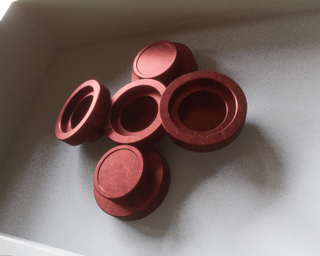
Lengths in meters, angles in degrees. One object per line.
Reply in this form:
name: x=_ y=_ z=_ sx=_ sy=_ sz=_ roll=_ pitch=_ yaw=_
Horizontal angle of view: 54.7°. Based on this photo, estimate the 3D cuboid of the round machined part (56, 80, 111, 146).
round machined part: x=-0.103 y=-0.018 z=0.448 sx=0.098 sy=0.042 sz=0.098 roll=-28 pitch=45 yaw=32

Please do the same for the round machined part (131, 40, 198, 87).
round machined part: x=0.001 y=-0.087 z=0.445 sx=0.098 sy=0.042 sz=0.098 roll=-13 pitch=56 yaw=21

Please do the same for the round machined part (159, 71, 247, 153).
round machined part: x=0.050 y=-0.016 z=0.365 sx=0.098 sy=0.042 sz=0.098 roll=-4 pitch=63 yaw=8

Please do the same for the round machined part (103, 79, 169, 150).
round machined part: x=-0.023 y=-0.014 z=0.413 sx=0.098 sy=0.042 sz=0.098 roll=-13 pitch=56 yaw=21

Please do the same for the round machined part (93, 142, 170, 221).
round machined part: x=-0.041 y=0.059 z=0.378 sx=0.098 sy=0.042 sz=0.098 roll=-13 pitch=56 yaw=21
